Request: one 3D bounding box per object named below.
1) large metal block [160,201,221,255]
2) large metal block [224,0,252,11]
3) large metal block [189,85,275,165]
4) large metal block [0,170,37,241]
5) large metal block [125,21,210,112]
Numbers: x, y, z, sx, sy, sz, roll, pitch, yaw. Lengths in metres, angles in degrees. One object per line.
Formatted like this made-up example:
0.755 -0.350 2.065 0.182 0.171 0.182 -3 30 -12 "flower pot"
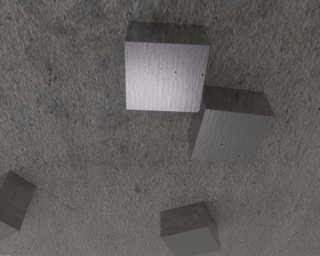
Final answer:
0.054 0.181 0.545 0.080 0.050 0.080 -18 128 15 "large metal block"
0.079 -0.159 0.256 0.080 0.050 0.080 -20 128 16 "large metal block"
0.085 -0.003 0.389 0.081 0.050 0.079 6 130 -6 "large metal block"
-0.248 0.124 0.474 0.080 0.080 0.050 -30 124 23 "large metal block"
0.005 -0.065 0.335 0.081 0.050 0.079 2 130 -2 "large metal block"
